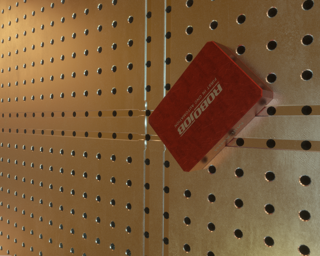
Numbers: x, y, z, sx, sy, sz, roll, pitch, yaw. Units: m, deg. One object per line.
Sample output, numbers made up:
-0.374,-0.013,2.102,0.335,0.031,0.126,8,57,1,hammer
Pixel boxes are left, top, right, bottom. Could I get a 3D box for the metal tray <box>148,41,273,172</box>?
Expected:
0.052,-0.022,0.362,0.129,0.030,0.090,-51,61,27,metal tray
